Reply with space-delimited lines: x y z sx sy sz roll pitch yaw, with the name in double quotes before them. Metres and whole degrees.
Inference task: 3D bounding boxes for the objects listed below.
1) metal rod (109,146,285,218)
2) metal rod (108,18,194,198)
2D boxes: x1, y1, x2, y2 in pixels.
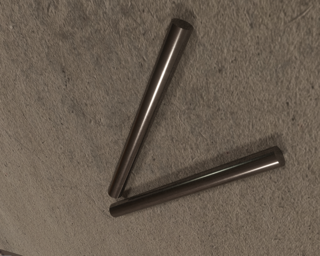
"metal rod" 0.030 0.087 0.443 0.299 0.025 0.025 -27 104 37
"metal rod" -0.025 -0.002 0.417 0.025 0.025 0.298 31 128 8
